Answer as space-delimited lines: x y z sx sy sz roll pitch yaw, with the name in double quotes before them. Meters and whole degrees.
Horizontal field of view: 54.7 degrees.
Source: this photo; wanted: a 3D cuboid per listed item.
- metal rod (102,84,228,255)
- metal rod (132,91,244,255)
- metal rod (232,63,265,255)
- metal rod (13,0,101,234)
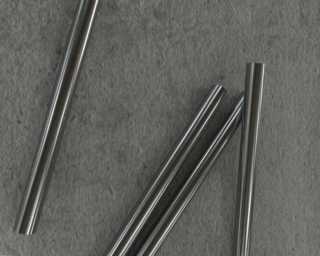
"metal rod" 0.004 0.067 0.411 0.025 0.025 0.300 37 78 -17
"metal rod" 0.046 0.073 0.427 0.025 0.025 0.300 39 77 -16
"metal rod" 0.124 0.060 0.439 0.025 0.025 0.298 0 97 -20
"metal rod" -0.118 -0.027 0.365 0.025 0.025 0.299 16 85 -20
